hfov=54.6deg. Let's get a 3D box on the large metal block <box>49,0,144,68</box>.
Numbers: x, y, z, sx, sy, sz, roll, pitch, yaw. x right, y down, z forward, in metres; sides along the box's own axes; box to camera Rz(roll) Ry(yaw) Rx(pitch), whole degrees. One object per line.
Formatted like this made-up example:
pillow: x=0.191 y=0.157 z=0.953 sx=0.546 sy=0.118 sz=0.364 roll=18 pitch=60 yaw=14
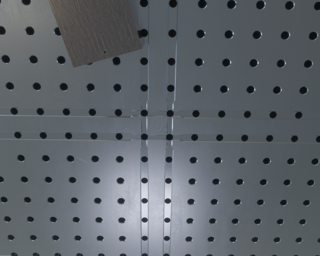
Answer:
large metal block: x=-0.069 y=-0.122 z=0.355 sx=0.080 sy=0.050 sz=0.080 roll=-14 pitch=110 yaw=5
